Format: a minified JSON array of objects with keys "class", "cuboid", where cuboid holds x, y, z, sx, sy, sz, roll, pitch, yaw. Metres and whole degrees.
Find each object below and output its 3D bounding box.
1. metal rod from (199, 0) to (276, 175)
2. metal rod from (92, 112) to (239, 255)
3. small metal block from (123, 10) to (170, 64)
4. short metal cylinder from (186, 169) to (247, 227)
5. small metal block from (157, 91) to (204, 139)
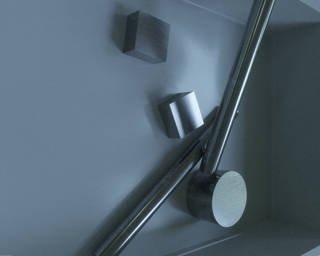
[{"class":"metal rod","cuboid":[0.105,-0.075,0.400,0.025,0.025,0.298,-1,113,-40]},{"class":"metal rod","cuboid":[0.025,0.061,0.429,0.301,0.025,0.025,-44,117,-31]},{"class":"small metal block","cuboid":[-0.016,-0.114,0.395,0.050,0.025,0.050,11,83,-40]},{"class":"short metal cylinder","cuboid":[0.085,0.102,0.465,0.081,0.050,0.079,0,90,-40]},{"class":"small metal block","cuboid":[0.030,-0.019,0.434,0.050,0.025,0.050,-31,109,-36]}]
